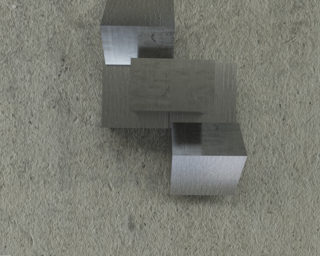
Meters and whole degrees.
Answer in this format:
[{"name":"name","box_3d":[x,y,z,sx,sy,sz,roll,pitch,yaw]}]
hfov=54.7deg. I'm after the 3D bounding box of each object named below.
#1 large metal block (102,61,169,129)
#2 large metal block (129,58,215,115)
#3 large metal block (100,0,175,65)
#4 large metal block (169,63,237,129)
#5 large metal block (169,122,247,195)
[{"name":"large metal block","box_3d":[-0.029,-0.040,0.397,0.081,0.050,0.079,1,90,-1]},{"name":"large metal block","box_3d":[0.012,-0.041,0.334,0.081,0.080,0.050,1,90,-1]},{"name":"large metal block","box_3d":[-0.024,-0.121,0.377,0.081,0.050,0.080,1,46,0]},{"name":"large metal block","box_3d":[0.052,-0.039,0.398,0.081,0.050,0.079,1,90,-1]},{"name":"large metal block","box_3d":[0.053,0.039,0.378,0.081,0.079,0.050,0,46,-1]}]
